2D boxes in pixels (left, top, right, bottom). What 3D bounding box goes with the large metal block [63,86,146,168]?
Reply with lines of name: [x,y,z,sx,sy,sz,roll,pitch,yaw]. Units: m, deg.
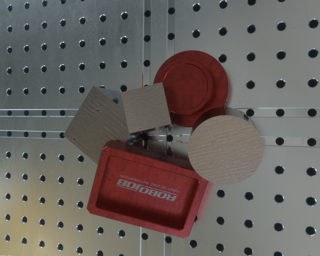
large metal block: [-0.070,0.000,0.424,0.080,0.050,0.080,37,102,16]

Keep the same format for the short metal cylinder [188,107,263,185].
short metal cylinder: [0.074,0.019,0.361,0.080,0.050,0.079,2,104,8]

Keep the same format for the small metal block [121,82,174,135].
small metal block: [-0.014,-0.022,0.368,0.050,0.025,0.050,-13,83,8]

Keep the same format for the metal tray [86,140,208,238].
metal tray: [-0.015,0.076,0.385,0.131,0.030,0.089,16,103,-3]

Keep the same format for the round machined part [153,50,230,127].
round machined part: [0.036,-0.050,0.390,0.098,0.042,0.097,0,90,20]
